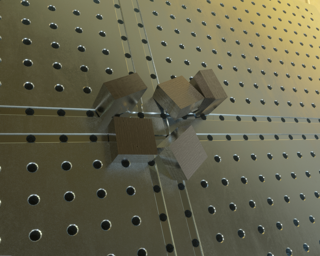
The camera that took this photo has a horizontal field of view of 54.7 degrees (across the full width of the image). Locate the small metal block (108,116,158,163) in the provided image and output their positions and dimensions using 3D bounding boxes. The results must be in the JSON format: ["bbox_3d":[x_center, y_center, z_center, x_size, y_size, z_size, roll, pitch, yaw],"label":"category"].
[{"bbox_3d":[-0.034,0.015,0.382,0.050,0.025,0.050,3,60,-27],"label":"small metal block"}]

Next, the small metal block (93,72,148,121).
[{"bbox_3d":[-0.051,-0.039,0.390,0.050,0.050,0.025,-26,76,-37],"label":"small metal block"}]

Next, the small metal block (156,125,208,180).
[{"bbox_3d":[0.029,0.031,0.394,0.050,0.025,0.050,-42,111,-39],"label":"small metal block"}]

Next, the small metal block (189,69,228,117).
[{"bbox_3d":[0.066,-0.052,0.461,0.025,0.050,0.050,-14,69,-34],"label":"small metal block"}]

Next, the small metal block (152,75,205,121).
[{"bbox_3d":[0.027,-0.044,0.445,0.050,0.025,0.050,-26,66,-37],"label":"small metal block"}]
